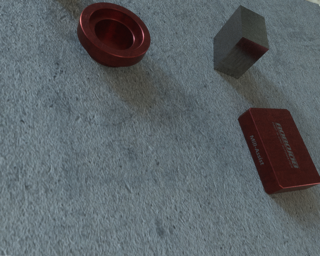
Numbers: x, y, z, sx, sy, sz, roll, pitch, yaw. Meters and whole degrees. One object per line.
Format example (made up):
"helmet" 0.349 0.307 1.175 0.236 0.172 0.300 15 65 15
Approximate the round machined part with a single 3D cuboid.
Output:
"round machined part" -0.066 -0.124 0.433 0.099 0.042 0.098 14 56 -21

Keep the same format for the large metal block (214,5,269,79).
"large metal block" 0.135 -0.145 0.530 0.050 0.080 0.080 19 55 -18

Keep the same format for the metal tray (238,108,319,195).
"metal tray" 0.183 0.032 0.480 0.091 0.030 0.130 0 62 -28
